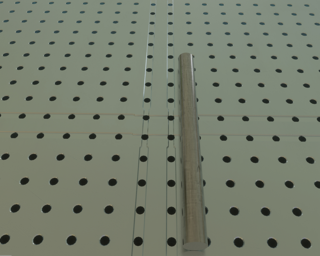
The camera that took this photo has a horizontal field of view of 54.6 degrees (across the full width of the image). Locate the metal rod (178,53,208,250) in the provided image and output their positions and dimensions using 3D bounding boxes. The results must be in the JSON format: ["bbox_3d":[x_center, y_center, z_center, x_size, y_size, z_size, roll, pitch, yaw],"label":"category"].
[{"bbox_3d":[0.038,0.003,0.405,0.025,0.025,0.300,1,50,1],"label":"metal rod"}]
